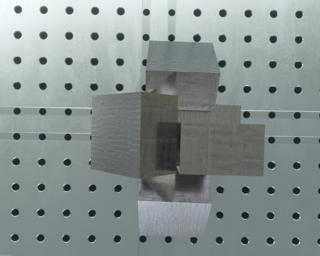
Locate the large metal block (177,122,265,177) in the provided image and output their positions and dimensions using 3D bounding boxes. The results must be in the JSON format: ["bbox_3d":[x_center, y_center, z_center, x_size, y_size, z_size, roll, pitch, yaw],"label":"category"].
[{"bbox_3d":[0.060,0.020,0.336,0.080,0.080,0.050,2,90,0],"label":"large metal block"}]

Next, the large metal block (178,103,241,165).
[{"bbox_3d":[0.057,0.011,0.401,0.080,0.050,0.080,3,90,0],"label":"large metal block"}]

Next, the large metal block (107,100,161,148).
[{"bbox_3d":[-0.028,0.006,0.401,0.080,0.050,0.080,7,90,0],"label":"large metal block"}]

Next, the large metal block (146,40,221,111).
[{"bbox_3d":[0.025,-0.066,0.379,0.080,0.080,0.050,2,128,0],"label":"large metal block"}]

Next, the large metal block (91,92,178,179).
[{"bbox_3d":[-0.029,0.006,0.328,0.080,0.050,0.080,2,91,45],"label":"large metal block"}]

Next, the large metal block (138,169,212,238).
[{"bbox_3d":[0.016,0.091,0.380,0.080,0.050,0.080,2,135,0],"label":"large metal block"}]
